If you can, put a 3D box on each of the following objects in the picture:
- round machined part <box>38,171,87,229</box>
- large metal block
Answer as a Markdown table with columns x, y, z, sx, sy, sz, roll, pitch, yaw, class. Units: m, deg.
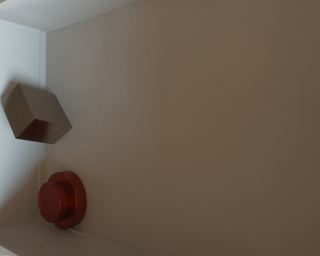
| x | y | z | sx | sy | sz | roll | pitch | yaw | class |
| --- | --- | --- | --- | --- | --- | --- | --- | --- | --- |
| -0.174 | 0.126 | 0.536 | 0.098 | 0.042 | 0.097 | 0 | 90 | 39 | round machined part |
| -0.213 | -0.022 | 0.536 | 0.050 | 0.080 | 0.080 | -41 | 65 | 15 | large metal block |
